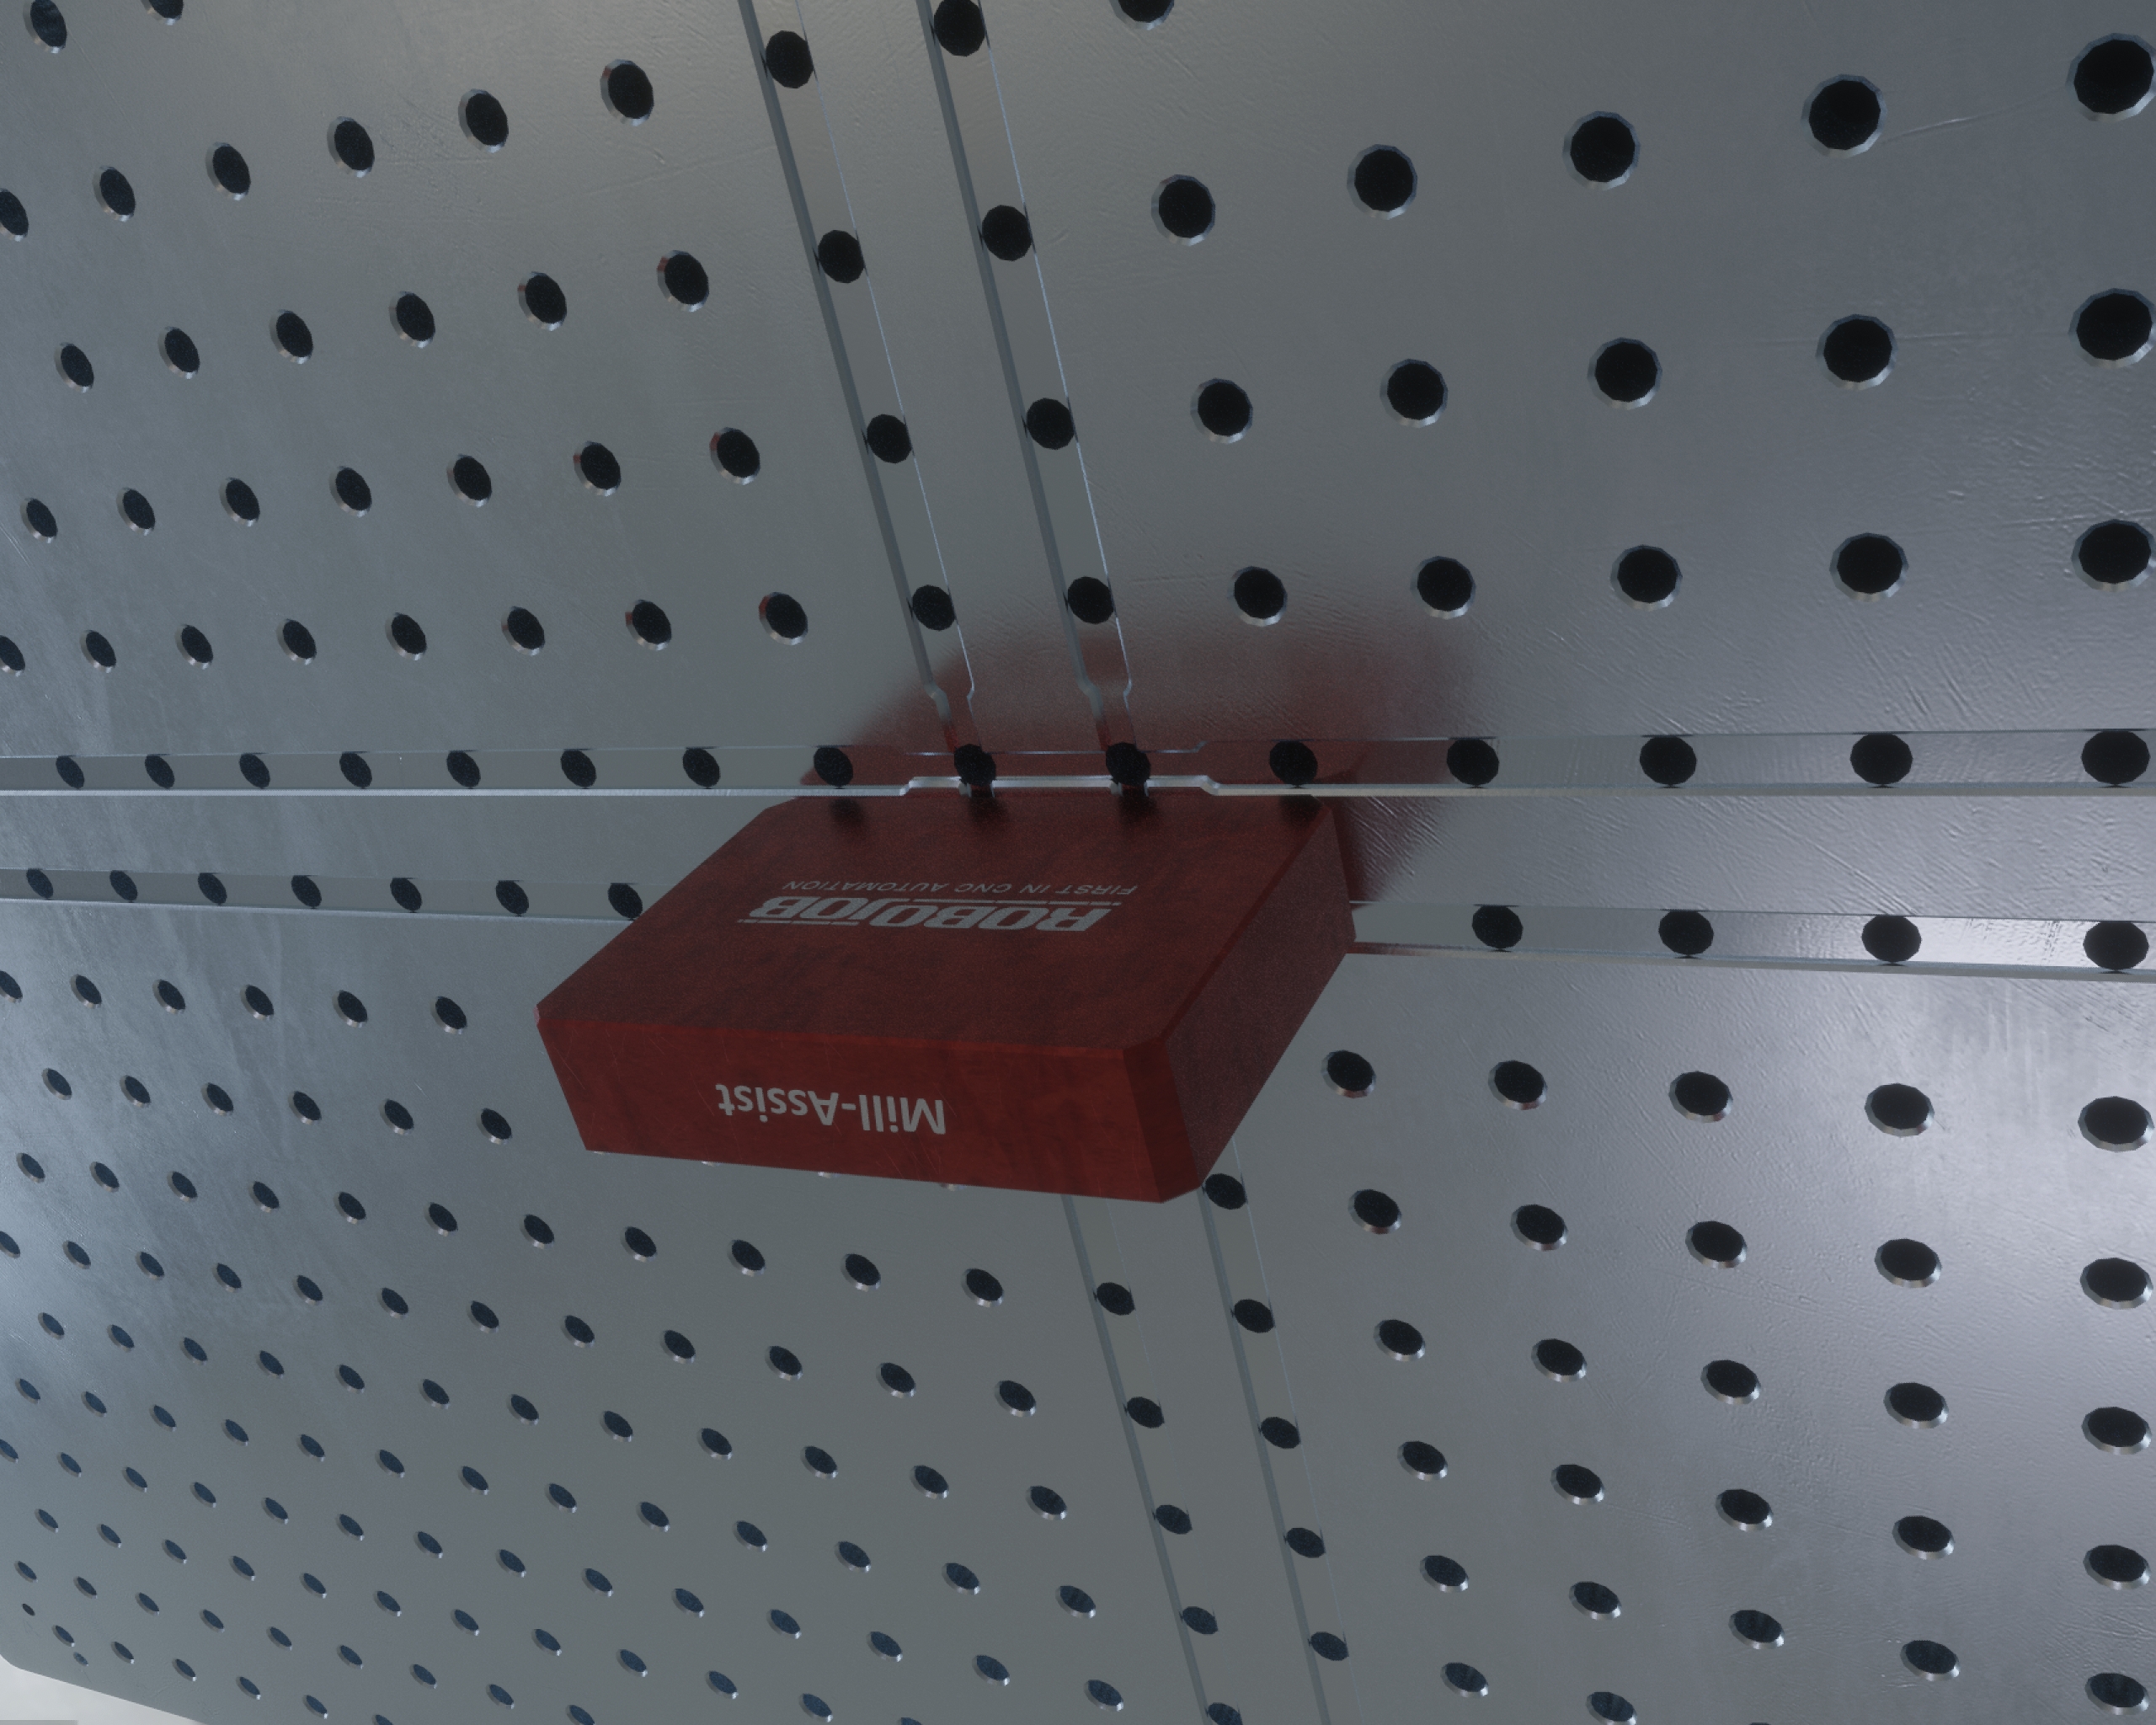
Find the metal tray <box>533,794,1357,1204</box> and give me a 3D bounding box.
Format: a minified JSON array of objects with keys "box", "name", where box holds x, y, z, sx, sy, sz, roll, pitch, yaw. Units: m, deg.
[{"box":[-0.024,0.021,0.395,0.130,0.090,0.030,0,119,28],"name":"metal tray"}]
